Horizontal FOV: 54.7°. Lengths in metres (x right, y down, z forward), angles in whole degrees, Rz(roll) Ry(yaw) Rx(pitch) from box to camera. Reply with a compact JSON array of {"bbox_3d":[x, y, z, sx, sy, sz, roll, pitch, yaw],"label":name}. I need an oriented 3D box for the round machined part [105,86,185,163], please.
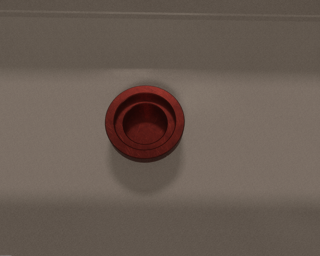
[{"bbox_3d":[-0.019,-0.002,0.401,0.099,0.042,0.098,0,70,-1],"label":"round machined part"}]
